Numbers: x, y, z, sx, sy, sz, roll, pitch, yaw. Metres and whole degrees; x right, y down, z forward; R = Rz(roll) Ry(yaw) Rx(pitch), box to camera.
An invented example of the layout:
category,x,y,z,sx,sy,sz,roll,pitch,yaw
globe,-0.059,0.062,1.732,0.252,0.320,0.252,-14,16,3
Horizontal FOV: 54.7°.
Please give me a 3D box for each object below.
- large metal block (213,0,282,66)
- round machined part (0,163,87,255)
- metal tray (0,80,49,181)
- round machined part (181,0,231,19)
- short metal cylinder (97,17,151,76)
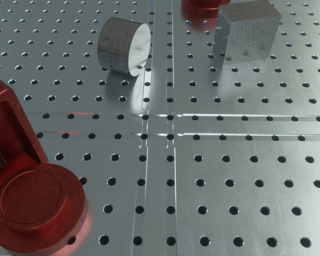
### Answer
category,x,y,z,sx,sy,sz,roll,pitch,yaw
large metal block,0.137,-0.154,0.502,0.081,0.080,0.050,-10,51,-9
round machined part,-0.129,0.079,0.323,0.099,0.042,0.098,3,54,-4
metal tray,-0.177,0.022,0.320,0.030,0.129,0.090,33,58,25
round machined part,0.093,-0.264,0.618,0.099,0.042,0.098,0,50,0
short metal cylinder,-0.053,-0.125,0.476,0.050,0.080,0.080,17,52,14
